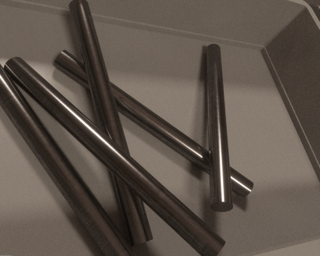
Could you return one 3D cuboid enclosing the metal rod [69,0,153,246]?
[{"bbox_3d":[-0.062,-0.019,0.361,0.025,0.025,0.299,-8,73,-32],"label":"metal rod"}]

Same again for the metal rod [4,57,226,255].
[{"bbox_3d":[-0.058,0.022,0.324,0.300,0.025,0.025,40,50,14],"label":"metal rod"}]

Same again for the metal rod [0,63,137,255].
[{"bbox_3d":[-0.118,0.026,0.326,0.025,0.025,0.300,-31,79,-38],"label":"metal rod"}]

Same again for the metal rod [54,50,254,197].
[{"bbox_3d":[-0.004,-0.003,0.406,0.301,0.025,0.025,35,51,-5],"label":"metal rod"}]

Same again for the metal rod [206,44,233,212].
[{"bbox_3d":[0.081,-0.024,0.444,0.025,0.025,0.300,21,47,-16],"label":"metal rod"}]
